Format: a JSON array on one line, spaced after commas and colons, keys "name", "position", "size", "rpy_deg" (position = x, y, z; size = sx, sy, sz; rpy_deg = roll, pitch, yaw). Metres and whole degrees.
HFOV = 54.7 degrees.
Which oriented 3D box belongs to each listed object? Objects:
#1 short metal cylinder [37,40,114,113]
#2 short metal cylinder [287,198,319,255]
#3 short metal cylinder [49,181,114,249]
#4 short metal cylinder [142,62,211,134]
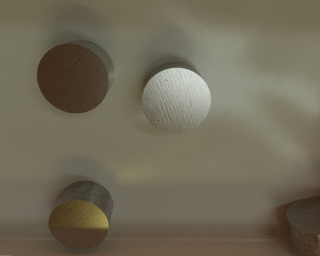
[{"name": "short metal cylinder", "position": [-0.098, -0.063, 0.373], "size": [0.081, 0.050, 0.079], "rpy_deg": [0, 110, -1]}, {"name": "short metal cylinder", "position": [0.224, 0.143, 0.438], "size": [0.080, 0.080, 0.050], "rpy_deg": [-12, 110, 4]}, {"name": "short metal cylinder", "position": [-0.110, 0.123, 0.442], "size": [0.081, 0.050, 0.079], "rpy_deg": [0, 110, -1]}, {"name": "short metal cylinder", "position": [0.019, -0.039, 0.384], "size": [0.081, 0.050, 0.079], "rpy_deg": [0, 110, -1]}]
